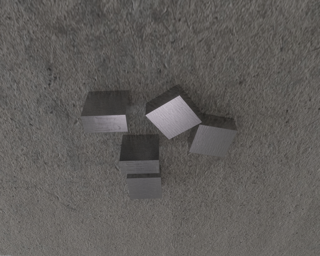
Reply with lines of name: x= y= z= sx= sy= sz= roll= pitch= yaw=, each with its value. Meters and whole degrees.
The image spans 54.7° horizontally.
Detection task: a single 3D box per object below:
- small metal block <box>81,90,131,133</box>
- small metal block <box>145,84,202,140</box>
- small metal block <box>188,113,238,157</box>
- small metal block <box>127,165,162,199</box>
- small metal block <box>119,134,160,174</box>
small metal block: x=-0.063 y=-0.020 z=0.373 sx=0.050 sy=0.050 sz=0.025 roll=-2 pitch=130 yaw=1
small metal block: x=0.017 y=-0.019 z=0.391 sx=0.050 sy=0.025 sz=0.050 roll=-29 pitch=125 yaw=22
small metal block: x=0.069 y=0.010 z=0.416 sx=0.050 sy=0.025 sz=0.050 roll=9 pitch=130 yaw=-8
small metal block: x=-0.023 y=0.084 z=0.478 sx=0.050 sy=0.025 sz=0.050 roll=-2 pitch=130 yaw=1
small metal block: x=-0.026 y=0.035 z=0.420 sx=0.050 sy=0.050 sz=0.025 roll=-2 pitch=130 yaw=1
